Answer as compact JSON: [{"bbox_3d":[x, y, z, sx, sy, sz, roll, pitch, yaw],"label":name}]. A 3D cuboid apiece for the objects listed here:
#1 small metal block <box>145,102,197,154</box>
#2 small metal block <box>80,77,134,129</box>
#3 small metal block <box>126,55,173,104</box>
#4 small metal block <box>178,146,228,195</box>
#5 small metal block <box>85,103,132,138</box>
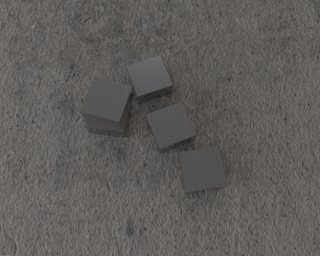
[{"bbox_3d":[0.014,0.000,0.408,0.050,0.025,0.050,-21,71,-8],"label":"small metal block"},{"bbox_3d":[-0.066,-0.032,0.393,0.050,0.025,0.050,16,71,5],"label":"small metal block"},{"bbox_3d":[-0.015,-0.067,0.432,0.050,0.025,0.050,-19,71,-7],"label":"small metal block"},{"bbox_3d":[0.052,0.054,0.389,0.050,0.025,0.050,-9,70,-3],"label":"small metal block"},{"bbox_3d":[-0.067,-0.017,0.414,0.050,0.025,0.050,8,70,3],"label":"small metal block"}]
